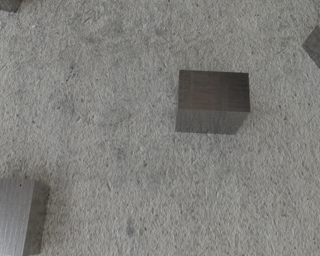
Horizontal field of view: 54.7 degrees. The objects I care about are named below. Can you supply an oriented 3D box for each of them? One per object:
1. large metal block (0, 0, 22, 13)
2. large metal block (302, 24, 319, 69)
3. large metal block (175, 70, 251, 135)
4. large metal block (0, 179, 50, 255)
[{"bbox_3d":[-0.241,-0.235,0.463,0.050,0.080,0.080,12,71,4],"label":"large metal block"},{"bbox_3d":[0.268,-0.116,0.439,0.080,0.050,0.080,-25,72,-9],"label":"large metal block"},{"bbox_3d":[0.062,-0.029,0.390,0.080,0.080,0.050,3,70,1],"label":"large metal block"},{"bbox_3d":[-0.181,0.102,0.356,0.080,0.050,0.080,2,70,0],"label":"large metal block"}]
